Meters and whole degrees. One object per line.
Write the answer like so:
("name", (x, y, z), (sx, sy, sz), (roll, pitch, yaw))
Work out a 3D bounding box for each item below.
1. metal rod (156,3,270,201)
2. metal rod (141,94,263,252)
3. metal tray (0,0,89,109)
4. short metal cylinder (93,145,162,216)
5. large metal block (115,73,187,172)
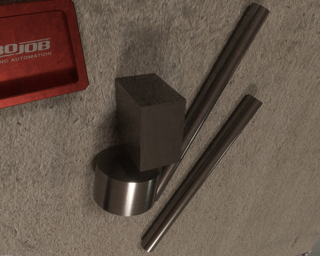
("metal rod", (0.056, -0.024, 0.424), (0.025, 0.025, 0.298), (18, 109, -36))
("metal rod", (0.060, 0.077, 0.489), (0.025, 0.025, 0.299), (25, 105, -37))
("metal tray", (-0.140, -0.068, 0.285), (0.131, 0.030, 0.089), (-16, 125, -20))
("short metal cylinder", (-0.041, 0.064, 0.390), (0.081, 0.080, 0.050), (-4, 120, -27))
("large metal block", (-0.014, -0.010, 0.359), (0.050, 0.080, 0.079), (-11, 124, -23))
